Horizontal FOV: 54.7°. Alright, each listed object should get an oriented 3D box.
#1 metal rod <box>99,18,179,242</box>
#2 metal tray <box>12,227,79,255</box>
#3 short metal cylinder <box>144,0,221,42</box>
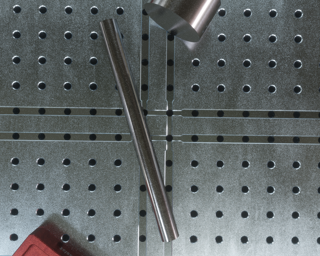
[{"bbox_3d":[-0.028,0.003,0.412,0.025,0.025,0.298,-16,90,0],"label":"metal rod"},{"bbox_3d":[-0.142,0.208,0.409,0.130,0.030,0.090,39,90,0],"label":"metal tray"},{"bbox_3d":[0.028,-0.151,0.386,0.080,0.080,0.050,31,90,0],"label":"short metal cylinder"}]
